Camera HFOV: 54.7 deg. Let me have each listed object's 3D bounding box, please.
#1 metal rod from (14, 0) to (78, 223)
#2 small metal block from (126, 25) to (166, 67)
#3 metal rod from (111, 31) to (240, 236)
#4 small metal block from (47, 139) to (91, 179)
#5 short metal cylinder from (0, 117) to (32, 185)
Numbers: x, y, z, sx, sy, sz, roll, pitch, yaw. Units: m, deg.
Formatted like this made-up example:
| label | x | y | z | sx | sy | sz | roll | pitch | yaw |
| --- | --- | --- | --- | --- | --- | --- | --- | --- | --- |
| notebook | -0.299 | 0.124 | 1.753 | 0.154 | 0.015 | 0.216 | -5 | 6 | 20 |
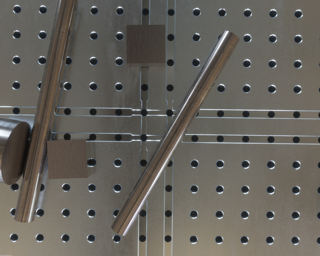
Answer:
| label | x | y | z | sx | sy | sz | roll | pitch | yaw |
| --- | --- | --- | --- | --- | --- | --- | --- | --- | --- |
| metal rod | -0.151 | -0.025 | 0.411 | 0.025 | 0.025 | 0.298 | 11 | 90 | 0 |
| small metal block | -0.018 | -0.109 | 0.413 | 0.050 | 0.025 | 0.050 | -1 | 90 | 0 |
| metal rod | 0.020 | 0.007 | 0.413 | 0.025 | 0.025 | 0.299 | 30 | 90 | 0 |
| small metal block | -0.120 | 0.040 | 0.412 | 0.050 | 0.025 | 0.050 | -2 | 90 | 0 |
| short metal cylinder | -0.200 | 0.027 | 0.384 | 0.050 | 0.080 | 0.080 | 11 | 90 | 0 |
